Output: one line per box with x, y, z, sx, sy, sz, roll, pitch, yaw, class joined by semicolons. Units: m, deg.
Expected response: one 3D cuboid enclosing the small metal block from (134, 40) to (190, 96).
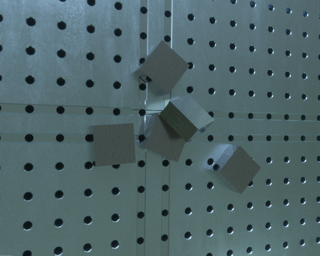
0.003;-0.079;0.415;0.050;0.025;0.050;39;77;-16;small metal block

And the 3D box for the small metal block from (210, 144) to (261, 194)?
0.111;0.060;0.456;0.050;0.025;0.050;45;76;-15;small metal block

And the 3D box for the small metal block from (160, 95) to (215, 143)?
0.036;-0.014;0.404;0.050;0.025;0.050;46;34;13;small metal block

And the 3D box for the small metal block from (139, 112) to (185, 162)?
0.007;0.012;0.416;0.050;0.025;0.050;25;82;-19;small metal block

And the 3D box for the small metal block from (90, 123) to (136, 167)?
-0.060;0.020;0.391;0.050;0.025;0.050;-4;92;-20;small metal block
